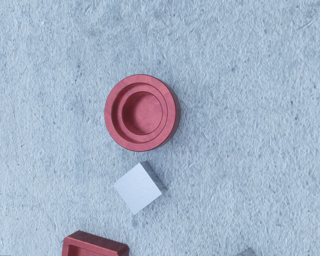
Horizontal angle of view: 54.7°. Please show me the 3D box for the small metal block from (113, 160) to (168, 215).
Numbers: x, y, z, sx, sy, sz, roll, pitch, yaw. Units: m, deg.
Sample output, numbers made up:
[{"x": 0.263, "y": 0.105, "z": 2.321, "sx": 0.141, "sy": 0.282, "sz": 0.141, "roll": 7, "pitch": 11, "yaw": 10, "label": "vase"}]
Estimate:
[{"x": -0.026, "y": 0.080, "z": 0.418, "sx": 0.050, "sy": 0.025, "sz": 0.050, "roll": -40, "pitch": 78, "yaw": 15, "label": "small metal block"}]

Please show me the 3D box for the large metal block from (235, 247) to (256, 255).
[{"x": 0.095, "y": 0.203, "z": 0.362, "sx": 0.080, "sy": 0.050, "sz": 0.080, "roll": -37, "pitch": 78, "yaw": 16, "label": "large metal block"}]

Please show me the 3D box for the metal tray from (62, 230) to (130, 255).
[{"x": -0.098, "y": 0.223, "z": 0.440, "sx": 0.090, "sy": 0.030, "sz": 0.129, "roll": 9, "pitch": 93, "yaw": 19, "label": "metal tray"}]

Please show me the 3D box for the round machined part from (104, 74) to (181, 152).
[{"x": -0.020, "y": -0.019, "z": 0.407, "sx": 0.098, "sy": 0.042, "sz": 0.097, "roll": 0, "pitch": 90, "yaw": 20, "label": "round machined part"}]
